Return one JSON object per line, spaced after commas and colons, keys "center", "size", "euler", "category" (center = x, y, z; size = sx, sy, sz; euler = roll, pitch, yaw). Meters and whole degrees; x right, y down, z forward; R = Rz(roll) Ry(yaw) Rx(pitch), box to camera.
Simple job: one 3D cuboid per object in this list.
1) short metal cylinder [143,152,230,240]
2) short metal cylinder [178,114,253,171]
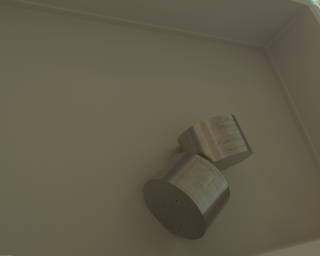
{"center": [0.029, 0.074, 0.340], "size": [0.080, 0.080, 0.050], "euler": [47, 51, 5], "category": "short metal cylinder"}
{"center": [0.069, 0.024, 0.392], "size": [0.081, 0.080, 0.050], "euler": [-8, 66, -32], "category": "short metal cylinder"}
